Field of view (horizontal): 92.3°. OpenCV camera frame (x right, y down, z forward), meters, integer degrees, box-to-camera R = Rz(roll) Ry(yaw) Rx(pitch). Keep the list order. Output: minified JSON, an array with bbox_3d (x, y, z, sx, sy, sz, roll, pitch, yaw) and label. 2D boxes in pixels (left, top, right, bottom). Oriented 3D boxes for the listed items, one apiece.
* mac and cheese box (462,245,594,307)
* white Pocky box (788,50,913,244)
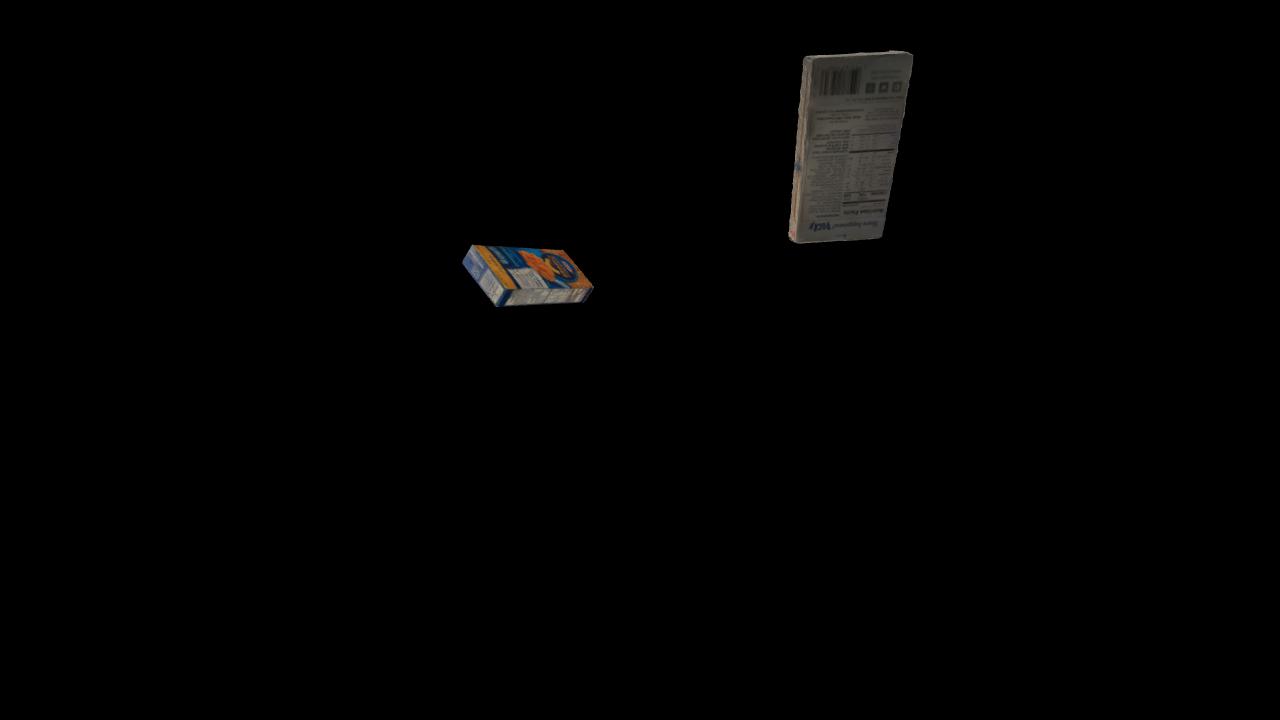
[{"bbox_3d":[-0.160,-0.124,0.908,0.184,0.093,0.041,-12,-35,-54],"label":"mac and cheese box"},{"bbox_3d":[0.178,-0.179,0.531,0.084,0.154,0.028,-4,30,-3],"label":"white Pocky box"}]
